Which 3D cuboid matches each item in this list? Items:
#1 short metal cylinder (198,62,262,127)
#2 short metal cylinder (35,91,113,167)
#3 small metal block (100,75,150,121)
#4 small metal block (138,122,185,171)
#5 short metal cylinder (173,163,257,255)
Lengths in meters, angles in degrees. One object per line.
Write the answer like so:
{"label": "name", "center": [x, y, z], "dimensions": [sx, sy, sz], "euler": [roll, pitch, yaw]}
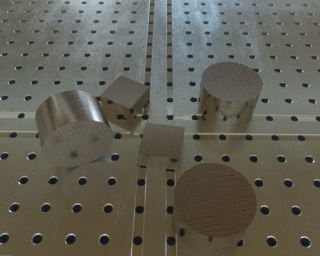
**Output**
{"label": "short metal cylinder", "center": [0.096, -0.047, 0.431], "dimensions": [0.081, 0.050, 0.080], "euler": [0, 50, 0]}
{"label": "short metal cylinder", "center": [-0.102, 0.002, 0.369], "dimensions": [0.081, 0.080, 0.050], "euler": [-18, 53, -15]}
{"label": "small metal block", "center": [-0.049, -0.044, 0.444], "dimensions": [0.050, 0.025, 0.050], "euler": [24, 54, 19]}
{"label": "small metal block", "center": [0.003, 0.023, 0.388], "dimensions": [0.050, 0.025, 0.050], "euler": [7, 50, 5]}
{"label": "short metal cylinder", "center": [0.054, 0.083, 0.321], "dimensions": [0.081, 0.050, 0.080], "euler": [0, 50, 0]}
